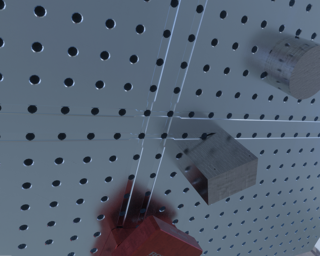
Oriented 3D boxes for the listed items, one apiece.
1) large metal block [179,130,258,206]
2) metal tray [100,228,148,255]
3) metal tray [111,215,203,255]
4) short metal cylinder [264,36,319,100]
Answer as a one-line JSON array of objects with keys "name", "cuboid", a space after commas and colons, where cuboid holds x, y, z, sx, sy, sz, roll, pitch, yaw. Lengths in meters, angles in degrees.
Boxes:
[{"name": "large metal block", "cuboid": [0.084, 0.055, 0.455, 0.081, 0.080, 0.050, -19, 126, -17]}, {"name": "metal tray", "cuboid": [-0.032, 0.212, 0.521, 0.131, 0.030, 0.089, 11, 113, -33]}, {"name": "metal tray", "cuboid": [-0.001, 0.199, 0.491, 0.090, 0.030, 0.130, -46, 129, 4]}, {"name": "short metal cylinder", "cuboid": [0.202, -0.088, 0.451, 0.081, 0.050, 0.079, -14, 124, -21]}]
